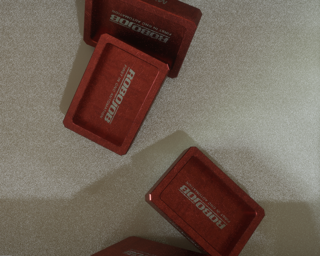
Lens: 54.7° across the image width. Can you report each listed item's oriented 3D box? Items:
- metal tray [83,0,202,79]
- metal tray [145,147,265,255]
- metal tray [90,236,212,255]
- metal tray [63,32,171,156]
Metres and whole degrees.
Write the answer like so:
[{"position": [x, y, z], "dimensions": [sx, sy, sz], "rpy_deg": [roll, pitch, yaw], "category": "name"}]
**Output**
[{"position": [-0.025, -0.122, 0.378], "dimensions": [0.131, 0.089, 0.030], "rpy_deg": [22, 53, -1], "category": "metal tray"}, {"position": [0.058, 0.099, 0.395], "dimensions": [0.130, 0.030, 0.090], "rpy_deg": [43, 69, -1], "category": "metal tray"}, {"position": [-0.007, 0.163, 0.351], "dimensions": [0.130, 0.091, 0.030], "rpy_deg": [2, 91, 32], "category": "metal tray"}, {"position": [-0.055, -0.041, 0.392], "dimensions": [0.090, 0.030, 0.129], "rpy_deg": [28, 104, -1], "category": "metal tray"}]
